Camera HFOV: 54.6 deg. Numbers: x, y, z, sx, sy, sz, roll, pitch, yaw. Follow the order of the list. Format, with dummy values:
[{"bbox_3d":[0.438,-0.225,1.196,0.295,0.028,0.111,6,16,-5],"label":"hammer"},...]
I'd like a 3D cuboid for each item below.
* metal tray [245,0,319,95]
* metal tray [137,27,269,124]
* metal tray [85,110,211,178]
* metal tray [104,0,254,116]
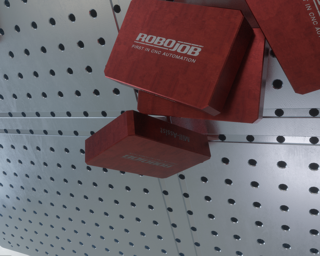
[{"bbox_3d":[0.134,-0.094,0.253,0.090,0.030,0.130,-19,128,35],"label":"metal tray"},{"bbox_3d":[0.042,-0.055,0.327,0.130,0.030,0.090,6,93,25],"label":"metal tray"},{"bbox_3d":[-0.013,0.026,0.379,0.131,0.030,0.090,18,143,-40],"label":"metal tray"},{"bbox_3d":[0.012,-0.074,0.305,0.130,0.030,0.090,22,92,33],"label":"metal tray"}]
